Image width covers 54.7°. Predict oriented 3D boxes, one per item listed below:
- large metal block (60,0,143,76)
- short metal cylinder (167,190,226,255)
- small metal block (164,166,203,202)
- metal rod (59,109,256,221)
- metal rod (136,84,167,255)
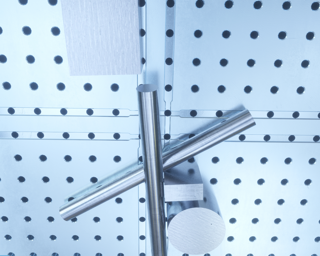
[{"bbox_3d":[-0.063,-0.106,0.360,0.081,0.050,0.079,-1,110,0],"label":"large metal block"},{"bbox_3d":[0.050,0.135,0.451,0.081,0.050,0.079,0,110,-1],"label":"short metal cylinder"},{"bbox_3d":[0.031,0.076,0.429,0.050,0.050,0.025,-2,110,0],"label":"small metal block"},{"bbox_3d":[-0.010,0.055,0.433,0.301,0.025,0.025,-28,108,9],"label":"metal rod"},{"bbox_3d":[-0.007,0.085,0.420,0.025,0.025,0.298,-3,119,1],"label":"metal rod"}]
